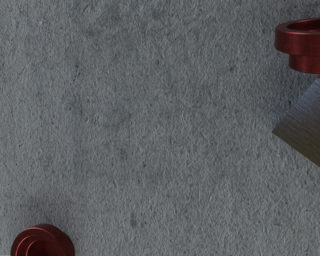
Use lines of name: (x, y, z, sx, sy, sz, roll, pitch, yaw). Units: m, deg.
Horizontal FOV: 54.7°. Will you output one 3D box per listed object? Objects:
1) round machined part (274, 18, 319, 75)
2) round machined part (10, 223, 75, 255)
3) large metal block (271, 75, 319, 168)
round machined part: (0.169, -0.085, 0.316, 0.098, 0.098, 0.042, 2, 117, 19)
round machined part: (-0.167, 0.190, 0.457, 0.098, 0.042, 0.097, 0, 90, 19)
large metal block: (0.180, -0.003, 0.333, 0.080, 0.050, 0.080, 40, 102, 15)
